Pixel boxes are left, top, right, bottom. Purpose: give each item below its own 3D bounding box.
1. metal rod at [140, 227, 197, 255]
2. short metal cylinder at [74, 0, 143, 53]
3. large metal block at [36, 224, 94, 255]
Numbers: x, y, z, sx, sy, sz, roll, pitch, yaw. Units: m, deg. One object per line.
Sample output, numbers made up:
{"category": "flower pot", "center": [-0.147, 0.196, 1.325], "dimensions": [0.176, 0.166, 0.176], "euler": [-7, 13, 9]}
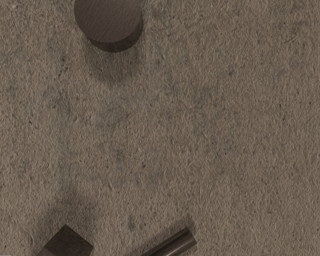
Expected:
{"category": "metal rod", "center": [-0.085, 0.222, 0.409], "dimensions": [0.301, 0.025, 0.025], "euler": [-32, 90, -1]}
{"category": "short metal cylinder", "center": [-0.063, -0.142, 0.397], "dimensions": [0.081, 0.050, 0.079], "euler": [0, 90, -1]}
{"category": "large metal block", "center": [-0.135, 0.177, 0.381], "dimensions": [0.050, 0.080, 0.080], "euler": [40, 90, -1]}
